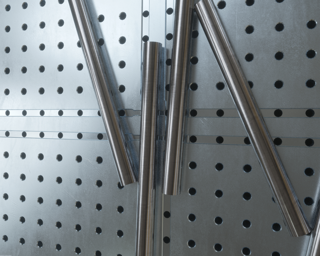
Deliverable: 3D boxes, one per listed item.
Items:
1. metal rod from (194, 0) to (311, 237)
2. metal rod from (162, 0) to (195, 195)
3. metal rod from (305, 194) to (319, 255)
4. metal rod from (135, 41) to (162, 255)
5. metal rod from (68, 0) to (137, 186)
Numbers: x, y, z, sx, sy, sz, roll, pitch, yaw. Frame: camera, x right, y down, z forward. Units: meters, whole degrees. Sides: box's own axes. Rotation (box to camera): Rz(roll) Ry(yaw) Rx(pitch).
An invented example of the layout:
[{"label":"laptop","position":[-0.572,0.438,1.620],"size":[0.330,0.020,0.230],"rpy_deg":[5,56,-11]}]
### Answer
[{"label":"metal rod","position":[0.108,-0.018,0.374],"size":[0.025,0.025,0.299],"rpy_deg":[-23,83,18]},{"label":"metal rod","position":[0.025,-0.064,0.402],"size":[0.025,0.025,0.298],"rpy_deg":[5,92,19]},{"label":"metal rod","position":[0.204,0.018,0.341],"size":[0.025,0.025,0.298],"rpy_deg":[13,94,19]},{"label":"metal rod","position":[-0.016,0.036,0.417],"size":[0.025,0.025,0.298],"rpy_deg":[3,91,19]},{"label":"metal rod","position":[-0.085,-0.066,0.441],"size":[0.025,0.025,0.299],"rpy_deg":[-19,84,19]}]
